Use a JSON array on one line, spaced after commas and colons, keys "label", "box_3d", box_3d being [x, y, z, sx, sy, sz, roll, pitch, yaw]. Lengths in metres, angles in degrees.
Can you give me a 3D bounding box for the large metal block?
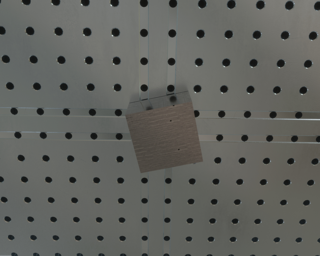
[{"label": "large metal block", "box_3d": [0.006, 0.004, 0.401, 0.080, 0.050, 0.080, -11, 110, 4]}]
